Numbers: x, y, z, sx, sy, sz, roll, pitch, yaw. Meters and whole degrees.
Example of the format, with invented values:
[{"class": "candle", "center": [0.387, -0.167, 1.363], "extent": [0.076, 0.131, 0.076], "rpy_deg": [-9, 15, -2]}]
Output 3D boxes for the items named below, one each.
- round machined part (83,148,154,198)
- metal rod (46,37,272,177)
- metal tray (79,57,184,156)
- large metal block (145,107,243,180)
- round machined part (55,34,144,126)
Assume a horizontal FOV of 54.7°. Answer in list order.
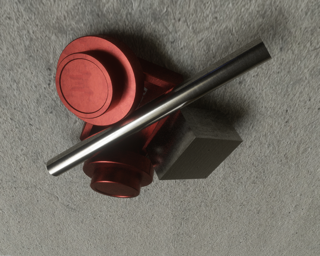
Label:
[{"class": "round machined part", "center": [-0.059, 0.067, 0.432], "extent": [0.099, 0.042, 0.098], "rpy_deg": [6, 151, 4]}, {"class": "metal rod", "center": [-0.019, -0.013, 0.359], "extent": [0.300, 0.025, 0.025], "rpy_deg": [-28, 125, 22]}, {"class": "metal tray", "center": [-0.037, -0.022, 0.386], "extent": [0.091, 0.030, 0.129], "rpy_deg": [19, 128, -16]}, {"class": "large metal block", "center": [0.042, 0.021, 0.392], "extent": [0.081, 0.050, 0.080], "rpy_deg": [6, 134, -37]}, {"class": "round machined part", "center": [-0.070, -0.048, 0.330], "extent": [0.098, 0.042, 0.097], "rpy_deg": [7, 111, 19]}]
